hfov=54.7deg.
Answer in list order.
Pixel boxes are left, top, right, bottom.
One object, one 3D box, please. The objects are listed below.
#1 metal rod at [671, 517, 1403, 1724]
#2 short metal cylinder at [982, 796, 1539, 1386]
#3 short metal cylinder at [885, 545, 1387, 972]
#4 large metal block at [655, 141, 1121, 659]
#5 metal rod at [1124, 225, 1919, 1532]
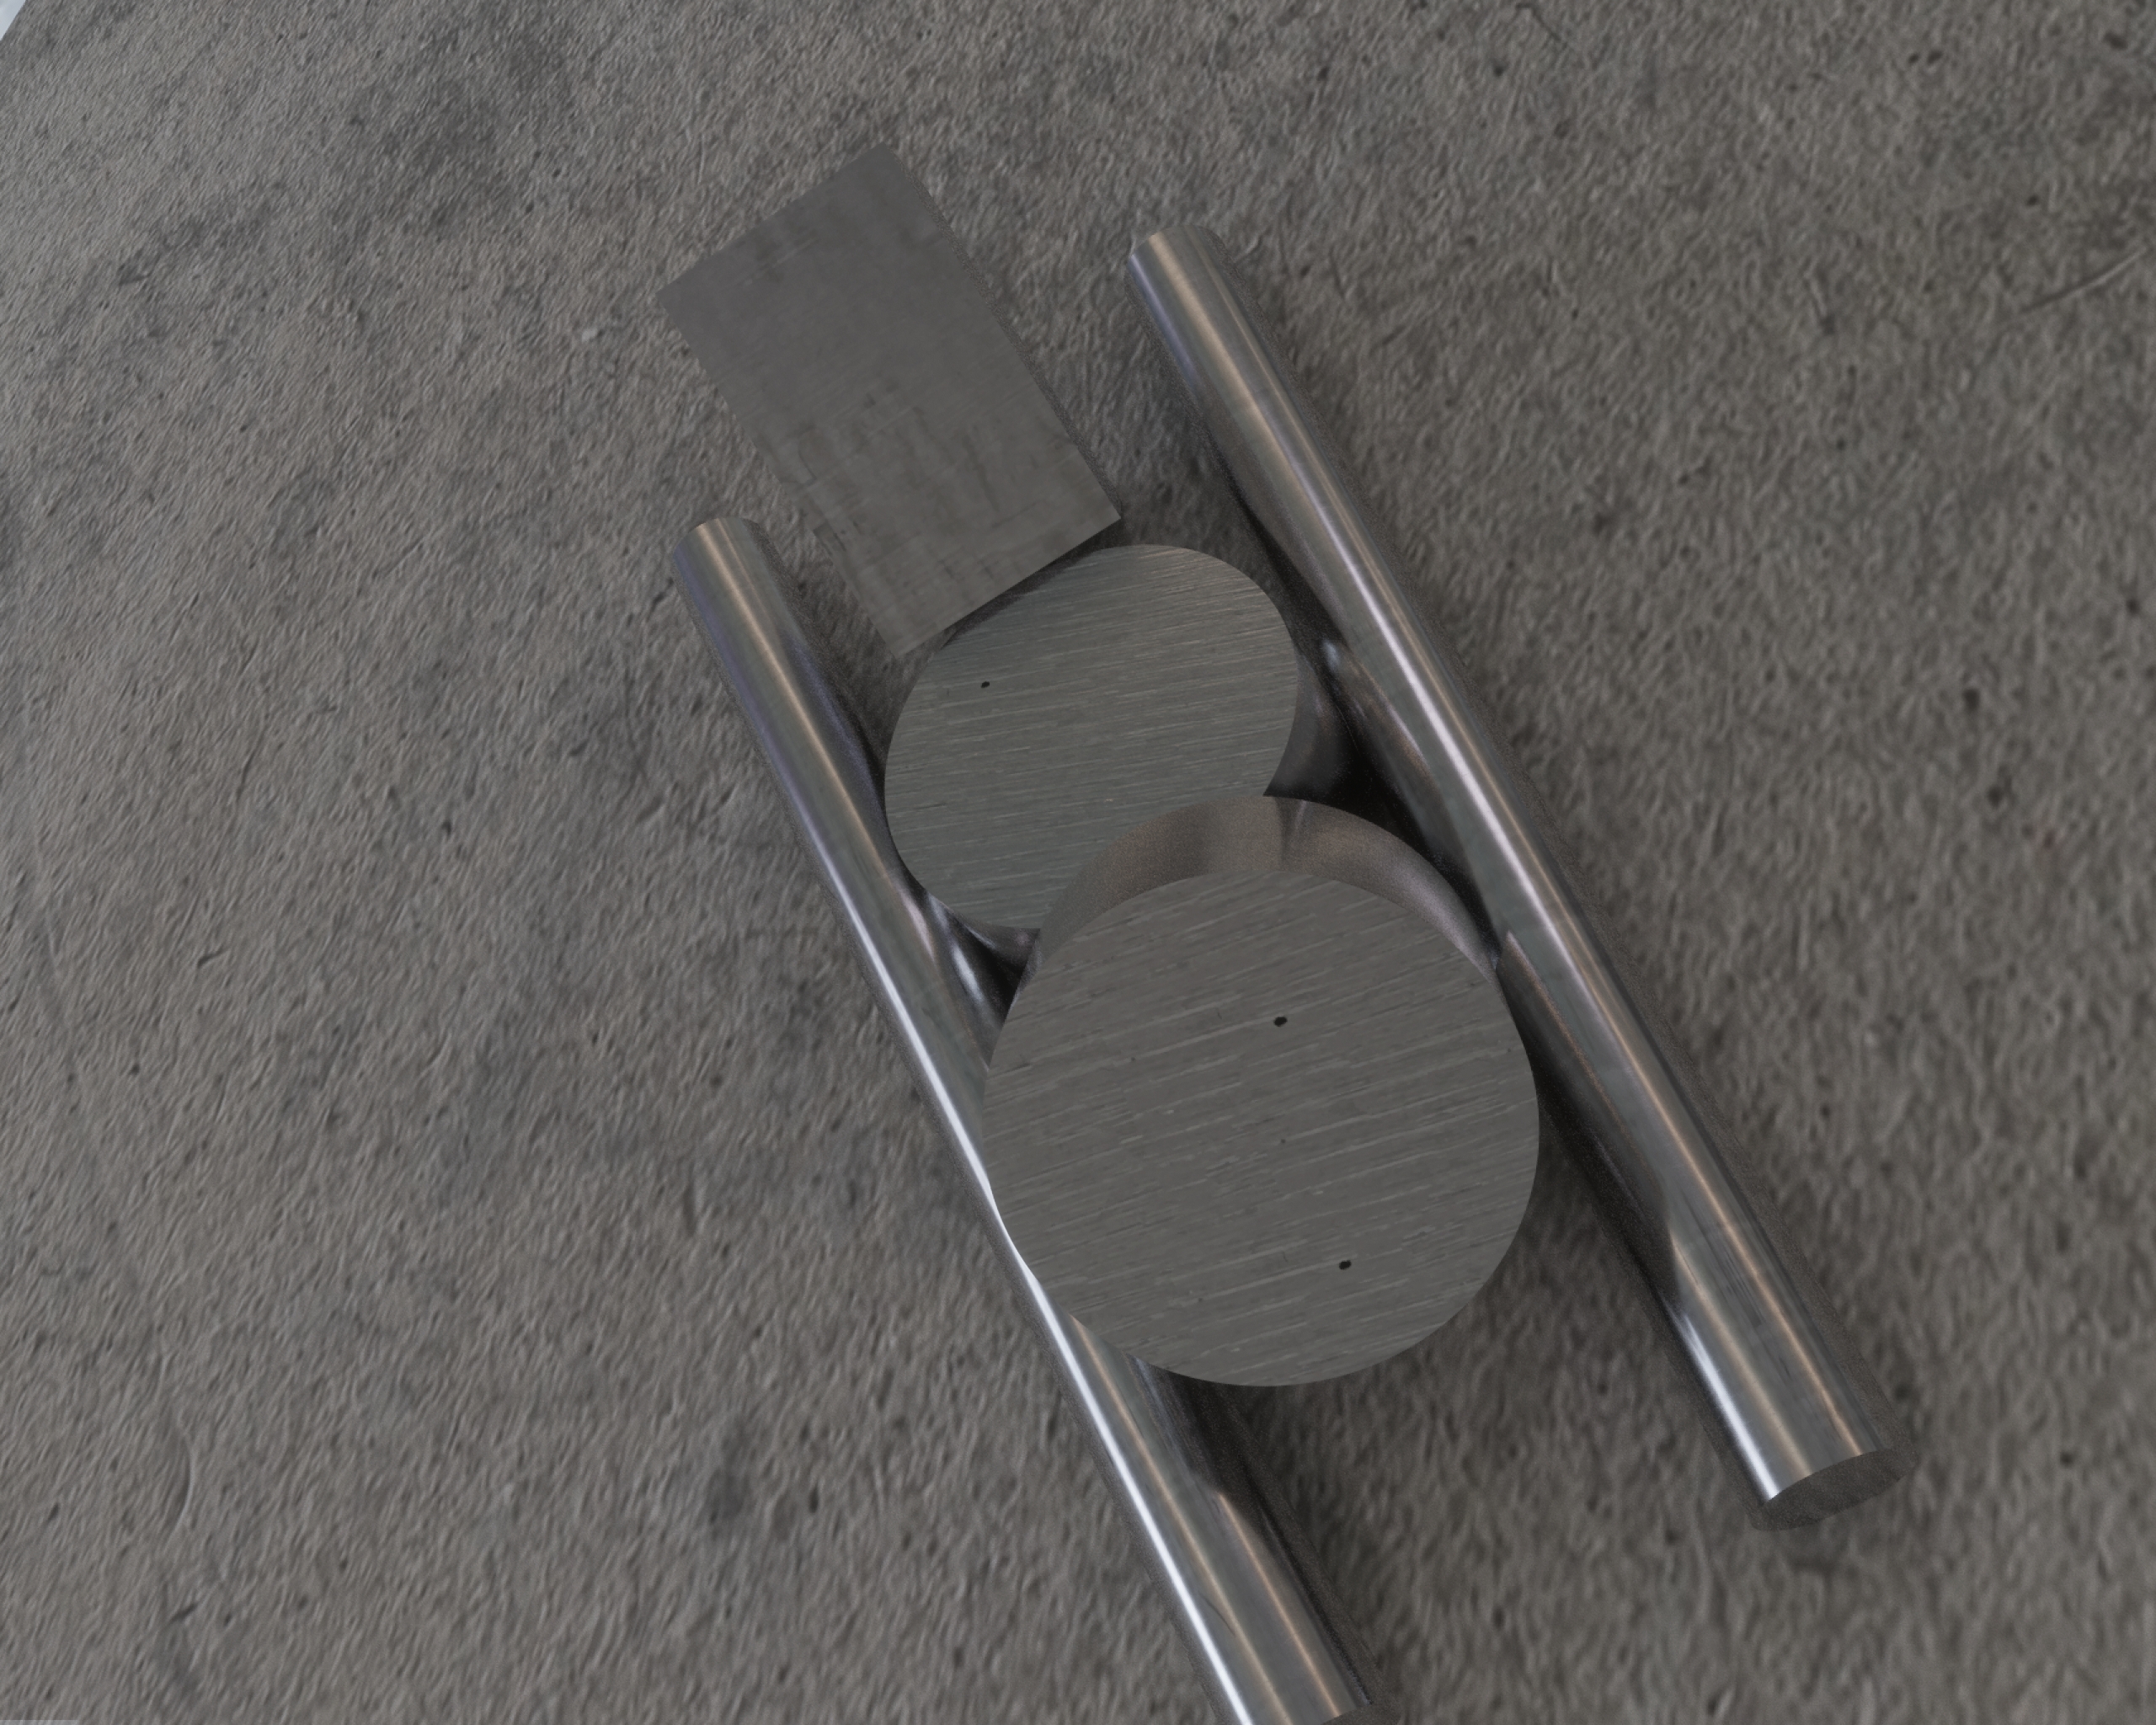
[{"bbox_3d":[-0.024,0.029,0.399,0.025,0.025,0.300,-35,51,5],"label":"metal rod"},{"bbox_3d":[0.028,0.034,0.327,0.080,0.080,0.050,-28,10,10],"label":"short metal cylinder"},{"bbox_3d":[0.011,-0.012,0.391,0.080,0.050,0.080,-13,56,21],"label":"short metal cylinder"},{"bbox_3d":[-0.034,-0.093,0.425,0.050,0.080,0.080,-32,10,8],"label":"large metal block"},{"bbox_3d":[0.065,-0.023,0.385,0.025,0.025,0.299,-28,52,10],"label":"metal rod"}]
